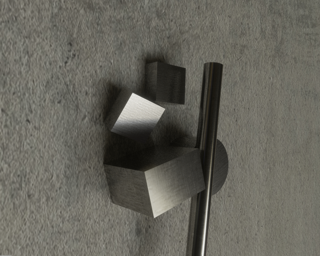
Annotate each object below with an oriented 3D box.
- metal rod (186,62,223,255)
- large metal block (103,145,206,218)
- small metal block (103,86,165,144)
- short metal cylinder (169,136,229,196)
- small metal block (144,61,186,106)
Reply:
[{"bbox_3d":[0.053,0.067,0.386,0.025,0.025,0.298,10,84,-40],"label":"metal rod"},{"bbox_3d":[-0.007,0.057,0.365,0.081,0.080,0.050,-18,102,-39],"label":"large metal block"},{"bbox_3d":[-0.030,-0.015,0.369,0.050,0.025,0.050,24,101,-38],"label":"small metal block"},{"bbox_3d":[0.051,0.052,0.433,0.081,0.050,0.079,0,90,-40],"label":"short metal cylinder"},{"bbox_3d":[0.007,-0.058,0.413,0.050,0.025,0.050,3,88,-40],"label":"small metal block"}]
